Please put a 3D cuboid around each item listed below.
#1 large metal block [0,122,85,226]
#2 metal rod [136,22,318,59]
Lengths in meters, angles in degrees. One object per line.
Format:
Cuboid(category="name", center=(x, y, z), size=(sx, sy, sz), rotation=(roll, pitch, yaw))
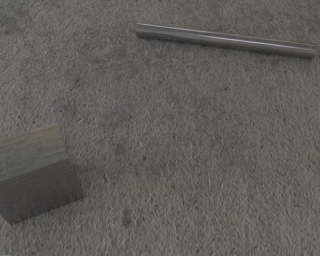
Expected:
Cuboid(category="large metal block", center=(-0.133, 0.049, 0.325), size=(0.081, 0.080, 0.050), rotation=(-19, 53, -15))
Cuboid(category="metal rod", center=(0.107, -0.151, 0.530), size=(0.301, 0.025, 0.025), rotation=(10, 51, 7))
